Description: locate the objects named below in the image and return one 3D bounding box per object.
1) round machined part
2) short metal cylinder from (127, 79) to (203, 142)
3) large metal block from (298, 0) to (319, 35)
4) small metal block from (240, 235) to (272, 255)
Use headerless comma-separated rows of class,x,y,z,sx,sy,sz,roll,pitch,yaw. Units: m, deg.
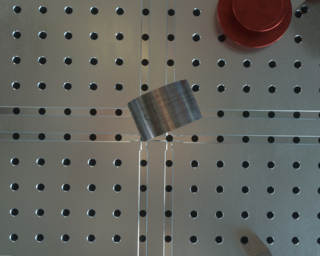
round machined part,0.125,-0.154,0.405,0.099,0.042,0.097,0,90,0
short metal cylinder,0.006,-0.021,0.386,0.080,0.080,0.050,-22,90,0
large metal block,0.247,-0.160,0.402,0.080,0.050,0.080,-38,90,0
small metal block,0.132,0.176,0.402,0.025,0.050,0.050,-24,90,0
